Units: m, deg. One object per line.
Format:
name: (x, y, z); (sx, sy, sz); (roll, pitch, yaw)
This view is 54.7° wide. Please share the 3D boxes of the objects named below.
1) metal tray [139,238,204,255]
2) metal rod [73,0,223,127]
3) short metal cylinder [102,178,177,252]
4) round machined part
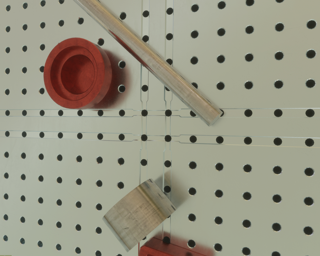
metal tray: (0.009, 0.223, 0.405); (0.090, 0.030, 0.129); (13, 94, 19)
metal rod: (-0.034, -0.113, 0.423); (0.300, 0.025, 0.025); (45, 104, 14)
short metal cylinder: (-0.025, 0.109, 0.391); (0.080, 0.080, 0.050); (-45, 77, 14)
round machined part: (-0.112, -0.075, 0.442); (0.098, 0.042, 0.097); (0, 90, 19)
